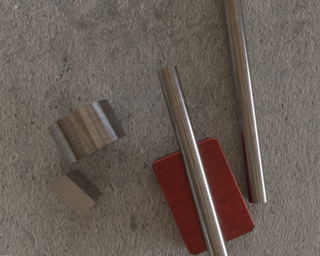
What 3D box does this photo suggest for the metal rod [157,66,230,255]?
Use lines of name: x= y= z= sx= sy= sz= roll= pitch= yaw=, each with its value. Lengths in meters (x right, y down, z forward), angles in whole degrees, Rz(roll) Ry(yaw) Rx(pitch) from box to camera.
metal rod: x=0.049 y=0.072 z=0.379 sx=0.025 sy=0.025 sz=0.298 roll=-16 pitch=90 yaw=0

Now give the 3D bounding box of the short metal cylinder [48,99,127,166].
short metal cylinder: x=-0.088 y=0.006 z=0.382 sx=0.080 sy=0.080 sz=0.050 roll=-28 pitch=90 yaw=0

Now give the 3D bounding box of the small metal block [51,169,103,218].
small metal block: x=-0.104 y=0.081 z=0.397 sx=0.050 sy=0.050 sz=0.025 roll=43 pitch=90 yaw=0

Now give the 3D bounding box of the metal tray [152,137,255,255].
metal tray: x=0.056 y=0.087 z=0.408 sx=0.090 sy=0.030 sz=0.129 roll=-23 pitch=90 yaw=0

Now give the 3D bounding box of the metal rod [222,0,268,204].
metal rod: x=0.110 y=-0.051 z=0.410 sx=0.025 sy=0.025 sz=0.298 roll=-8 pitch=90 yaw=0
